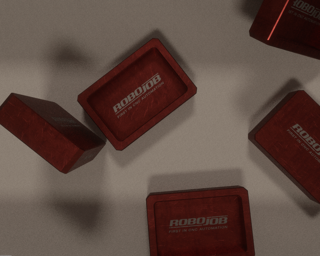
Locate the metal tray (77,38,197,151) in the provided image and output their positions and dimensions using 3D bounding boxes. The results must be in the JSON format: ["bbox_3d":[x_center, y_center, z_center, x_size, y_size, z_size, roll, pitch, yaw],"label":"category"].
[{"bbox_3d":[-0.029,-0.043,0.408,0.130,0.030,0.090,-38,91,-1],"label":"metal tray"}]

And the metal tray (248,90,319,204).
[{"bbox_3d":[0.196,0.025,0.412,0.130,0.030,0.090,44,90,-1],"label":"metal tray"}]

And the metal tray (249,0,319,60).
[{"bbox_3d":[0.172,-0.133,0.358,0.131,0.030,0.089,1,123,-37],"label":"metal tray"}]

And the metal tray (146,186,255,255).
[{"bbox_3d":[0.051,0.126,0.404,0.131,0.030,0.089,-5,83,-1],"label":"metal tray"}]

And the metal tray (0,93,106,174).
[{"bbox_3d":[-0.117,0.005,0.357,0.090,0.130,0.030,39,90,-1],"label":"metal tray"}]
